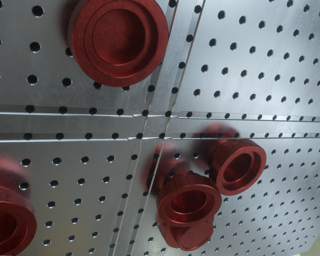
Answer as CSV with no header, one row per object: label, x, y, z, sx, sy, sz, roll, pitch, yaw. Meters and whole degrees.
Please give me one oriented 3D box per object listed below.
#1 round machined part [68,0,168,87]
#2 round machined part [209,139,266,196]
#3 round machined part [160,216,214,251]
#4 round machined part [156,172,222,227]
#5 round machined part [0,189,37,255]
round machined part,-0.044,-0.095,0.318,0.099,0.042,0.097,-14,124,-21
round machined part,0.121,0.059,0.505,0.099,0.042,0.097,-14,124,-22
round machined part,0.054,0.175,0.540,0.099,0.042,0.097,-14,125,-21
round machined part,0.042,0.106,0.480,0.099,0.042,0.097,-6,127,-7
round machined part,-0.198,0.110,0.360,0.099,0.042,0.097,-14,125,-21
